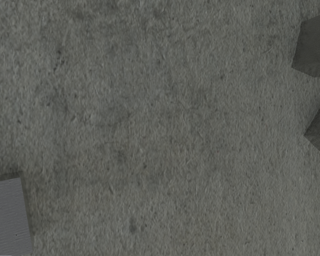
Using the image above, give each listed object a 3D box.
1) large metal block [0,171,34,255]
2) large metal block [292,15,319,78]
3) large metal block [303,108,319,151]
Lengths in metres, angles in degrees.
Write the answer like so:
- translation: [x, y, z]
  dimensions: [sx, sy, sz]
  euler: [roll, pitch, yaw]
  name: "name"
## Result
- translation: [-0.183, 0.096, 0.328]
  dimensions: [0.081, 0.050, 0.079]
  euler: [-9, 93, -20]
  name: "large metal block"
- translation: [0.261, -0.129, 0.478]
  dimensions: [0.050, 0.080, 0.080]
  euler: [16, 85, -20]
  name: "large metal block"
- translation: [0.299, 0.005, 0.509]
  dimensions: [0.080, 0.050, 0.080]
  euler: [39, 77, -16]
  name: "large metal block"
